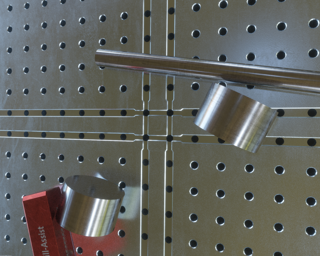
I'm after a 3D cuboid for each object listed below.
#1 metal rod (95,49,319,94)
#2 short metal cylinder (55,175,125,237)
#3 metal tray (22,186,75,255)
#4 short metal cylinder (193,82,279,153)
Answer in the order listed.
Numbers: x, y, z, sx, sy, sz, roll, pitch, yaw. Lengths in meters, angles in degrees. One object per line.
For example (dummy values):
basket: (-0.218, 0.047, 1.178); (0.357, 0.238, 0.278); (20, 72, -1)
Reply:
metal rod: (0.054, -0.075, 0.393); (0.301, 0.025, 0.025); (11, 94, 19)
short metal cylinder: (-0.093, 0.102, 0.416); (0.080, 0.080, 0.050); (19, 96, 19)
metal tray: (-0.149, 0.151, 0.428); (0.030, 0.090, 0.129); (-13, 85, -8)
short metal cylinder: (0.085, -0.012, 0.353); (0.080, 0.080, 0.050); (28, 99, 17)
